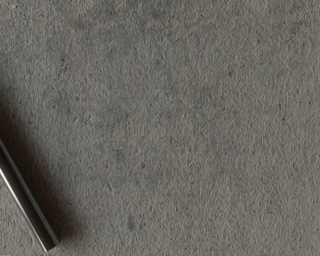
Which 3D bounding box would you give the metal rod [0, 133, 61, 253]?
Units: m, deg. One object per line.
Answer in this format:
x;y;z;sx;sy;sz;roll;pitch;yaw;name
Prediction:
-0.215;0.026;0.407;0.025;0.025;0.299;-29;90;0;metal rod
